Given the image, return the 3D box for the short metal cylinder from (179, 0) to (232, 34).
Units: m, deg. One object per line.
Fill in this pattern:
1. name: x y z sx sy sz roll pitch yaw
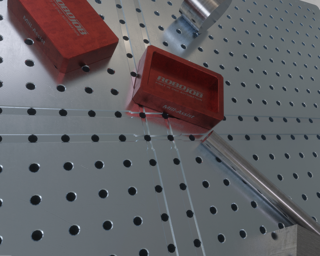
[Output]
1. short metal cylinder: 0.080 -0.215 0.547 0.050 0.080 0.080 47 51 5

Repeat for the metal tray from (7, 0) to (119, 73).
1. metal tray: -0.131 -0.145 0.423 0.091 0.030 0.130 -33 80 -38

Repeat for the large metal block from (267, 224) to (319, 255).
1. large metal block: 0.181 0.178 0.381 0.080 0.050 0.080 29 52 -10

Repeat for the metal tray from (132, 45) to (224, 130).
1. metal tray: 0.031 -0.060 0.458 0.131 0.030 0.090 19 54 -17

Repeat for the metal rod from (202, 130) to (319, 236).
1. metal rod: 0.179 0.112 0.436 0.300 0.025 0.025 42 51 0
